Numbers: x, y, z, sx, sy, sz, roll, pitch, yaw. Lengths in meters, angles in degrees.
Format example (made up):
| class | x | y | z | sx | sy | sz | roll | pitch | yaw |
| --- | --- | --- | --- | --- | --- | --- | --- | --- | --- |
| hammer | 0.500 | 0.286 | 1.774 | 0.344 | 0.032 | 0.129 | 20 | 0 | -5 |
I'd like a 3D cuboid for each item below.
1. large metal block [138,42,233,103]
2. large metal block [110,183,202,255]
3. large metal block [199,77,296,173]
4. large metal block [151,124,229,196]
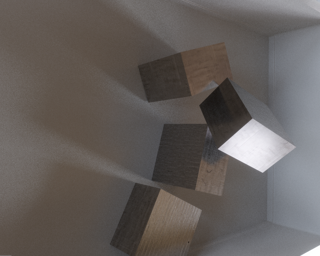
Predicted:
| class | x | y | z | sx | sy | sz | roll | pitch | yaw |
| --- | --- | --- | --- | --- | --- | --- | --- | --- | --- |
| large metal block | 0.033 | -0.071 | 0.399 | 0.081 | 0.080 | 0.050 | -23 | 103 | -38 |
| large metal block | -0.003 | 0.124 | 0.390 | 0.080 | 0.050 | 0.080 | 35 | 68 | -35 |
| large metal block | 0.103 | -0.003 | 0.373 | 0.080 | 0.050 | 0.080 | 27 | 30 | -30 |
| large metal block | 0.041 | 0.040 | 0.408 | 0.050 | 0.080 | 0.080 | 21 | 77 | -39 |
